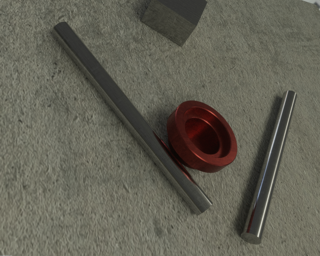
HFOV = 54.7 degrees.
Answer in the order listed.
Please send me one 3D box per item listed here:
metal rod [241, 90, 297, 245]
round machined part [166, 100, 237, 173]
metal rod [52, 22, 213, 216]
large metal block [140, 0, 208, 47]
[{"bbox_3d":[0.176,0.039,0.477,0.025,0.025,0.301,37,51,-4],"label":"metal rod"},{"bbox_3d":[0.050,0.015,0.406,0.099,0.042,0.098,21,47,-24],"label":"round machined part"},{"bbox_3d":[-0.039,-0.017,0.394,0.025,0.025,0.300,-33,80,-38],"label":"metal rod"},{"bbox_3d":[0.025,-0.197,0.524,0.080,0.050,0.080,30,52,-9],"label":"large metal block"}]
